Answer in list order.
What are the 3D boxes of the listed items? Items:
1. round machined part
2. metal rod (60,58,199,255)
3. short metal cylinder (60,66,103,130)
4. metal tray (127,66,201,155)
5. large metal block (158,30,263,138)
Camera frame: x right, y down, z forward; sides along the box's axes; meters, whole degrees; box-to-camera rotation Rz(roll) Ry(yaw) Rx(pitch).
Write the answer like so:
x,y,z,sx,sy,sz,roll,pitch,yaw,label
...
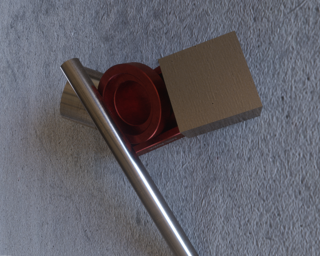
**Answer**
x,y,z,sx,sy,sz,roll,pitch,yaw,label
-0.028,-0.033,0.385,0.098,0.042,0.097,12,112,32,round machined part
-0.033,0.048,0.375,0.025,0.025,0.299,-34,87,35,metal rod
-0.100,-0.043,0.442,0.050,0.080,0.079,19,105,1,short metal cylinder
-0.009,-0.022,0.408,0.130,0.030,0.090,-26,74,36,metal tray
0.052,-0.042,0.324,0.080,0.050,0.080,-18,77,11,large metal block
